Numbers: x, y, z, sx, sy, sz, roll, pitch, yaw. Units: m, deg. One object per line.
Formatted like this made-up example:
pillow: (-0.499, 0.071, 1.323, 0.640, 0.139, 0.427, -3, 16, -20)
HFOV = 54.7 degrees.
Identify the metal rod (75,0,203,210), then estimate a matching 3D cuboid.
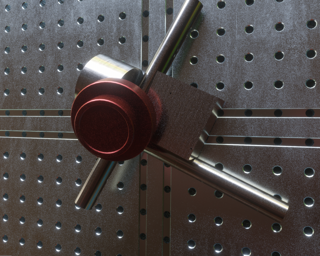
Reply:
metal rod: (-0.028, -0.030, 0.401, 0.025, 0.025, 0.299, 29, 92, 17)

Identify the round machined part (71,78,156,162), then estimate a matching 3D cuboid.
round machined part: (-0.057, -0.005, 0.353, 0.098, 0.042, 0.097, 4, 111, 11)

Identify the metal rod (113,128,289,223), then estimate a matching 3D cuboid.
metal rod: (0.016, 0.037, 0.405, 0.301, 0.025, 0.025, 26, 99, 17)

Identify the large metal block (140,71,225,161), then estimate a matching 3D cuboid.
large metal block: (0.023, -0.015, 0.387, 0.080, 0.050, 0.080, 27, 99, 17)

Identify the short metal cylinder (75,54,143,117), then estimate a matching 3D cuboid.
short metal cylinder: (-0.064, -0.050, 0.404, 0.050, 0.080, 0.080, 26, 99, 18)
